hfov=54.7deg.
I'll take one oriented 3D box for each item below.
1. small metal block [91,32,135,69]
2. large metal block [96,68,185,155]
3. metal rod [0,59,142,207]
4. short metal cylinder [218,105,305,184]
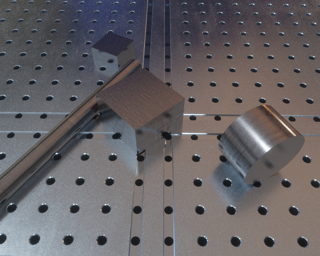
[{"bbox_3d":[-0.077,-0.130,0.516,0.050,0.025,0.050,23,53,18],"label":"small metal block"},{"bbox_3d":[-0.025,-0.025,0.412,0.080,0.050,0.080,-34,58,-26],"label":"large metal block"},{"bbox_3d":[-0.119,-0.002,0.407,0.025,0.025,0.301,26,54,20],"label":"metal rod"},{"bbox_3d":[0.116,0.020,0.357,0.081,0.080,0.050,-22,54,-18],"label":"short metal cylinder"}]
